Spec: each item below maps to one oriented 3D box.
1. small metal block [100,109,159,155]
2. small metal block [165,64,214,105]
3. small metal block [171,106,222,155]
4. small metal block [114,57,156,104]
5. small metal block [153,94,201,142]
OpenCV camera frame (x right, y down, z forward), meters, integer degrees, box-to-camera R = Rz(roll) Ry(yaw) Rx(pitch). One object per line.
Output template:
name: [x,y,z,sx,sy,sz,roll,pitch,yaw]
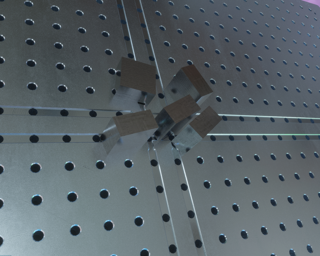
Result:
small metal block: [-0.037,0.005,0.369,0.050,0.050,0.025,-14,69,-34]
small metal block: [0.041,-0.055,0.447,0.025,0.050,0.050,-24,75,-36]
small metal block: [0.049,0.003,0.416,0.025,0.050,0.050,47,51,4]
small metal block: [-0.034,-0.065,0.429,0.050,0.025,0.050,13,57,-21]
small metal block: [0.019,-0.013,0.410,0.050,0.050,0.025,-30,79,-37]
